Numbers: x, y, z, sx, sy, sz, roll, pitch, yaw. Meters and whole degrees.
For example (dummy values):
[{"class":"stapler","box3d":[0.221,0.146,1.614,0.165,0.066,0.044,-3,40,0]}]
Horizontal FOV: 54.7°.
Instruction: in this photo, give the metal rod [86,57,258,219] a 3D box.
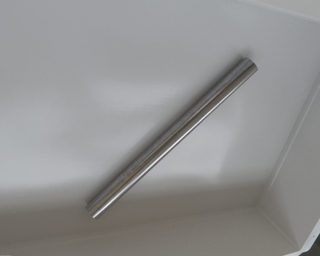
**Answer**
[{"class":"metal rod","box3d":[0.015,0.015,0.427,0.300,0.025,0.025,-43,130,1]}]
